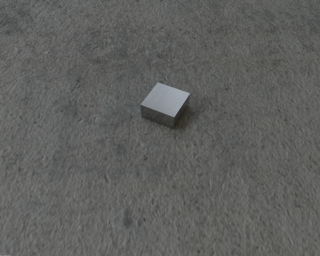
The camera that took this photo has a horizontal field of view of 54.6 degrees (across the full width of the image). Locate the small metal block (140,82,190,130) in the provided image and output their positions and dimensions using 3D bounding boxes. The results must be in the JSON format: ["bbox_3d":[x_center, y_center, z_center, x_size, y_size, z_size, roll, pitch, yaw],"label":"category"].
[{"bbox_3d":[0.008,-0.032,0.430,0.050,0.025,0.050,22,53,17],"label":"small metal block"}]
